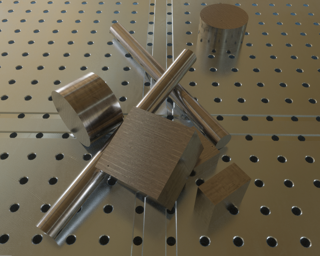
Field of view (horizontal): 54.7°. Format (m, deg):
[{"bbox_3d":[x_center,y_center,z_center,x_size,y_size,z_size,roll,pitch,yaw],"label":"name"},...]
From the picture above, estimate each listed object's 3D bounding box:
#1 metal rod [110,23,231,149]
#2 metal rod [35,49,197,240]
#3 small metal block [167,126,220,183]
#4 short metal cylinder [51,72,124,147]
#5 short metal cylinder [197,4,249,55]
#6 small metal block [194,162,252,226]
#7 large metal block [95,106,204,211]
[{"bbox_3d":[0.001,-0.080,0.474,0.025,0.025,0.300,-26,55,-20],"label":"metal rod"},{"bbox_3d":[-0.037,0.001,0.386,0.025,0.025,0.301,26,61,20],"label":"metal rod"},{"bbox_3d":[0.037,0.032,0.381,0.050,0.025,0.050,-28,56,-22],"label":"small metal block"},{"bbox_3d":[-0.091,-0.023,0.391,0.050,0.080,0.080,-36,59,-26],"label":"short metal cylinder"},{"bbox_3d":[0.107,-0.172,0.536,0.080,0.050,0.080,0,50,0],"label":"short metal cylinder"},{"bbox_3d":[0.066,0.071,0.332,0.050,0.050,0.025,-29,56,-22],"label":"small metal block"},{"bbox_3d":[-0.009,0.032,0.342,0.080,0.050,0.080,22,72,27],"label":"large metal block"}]
